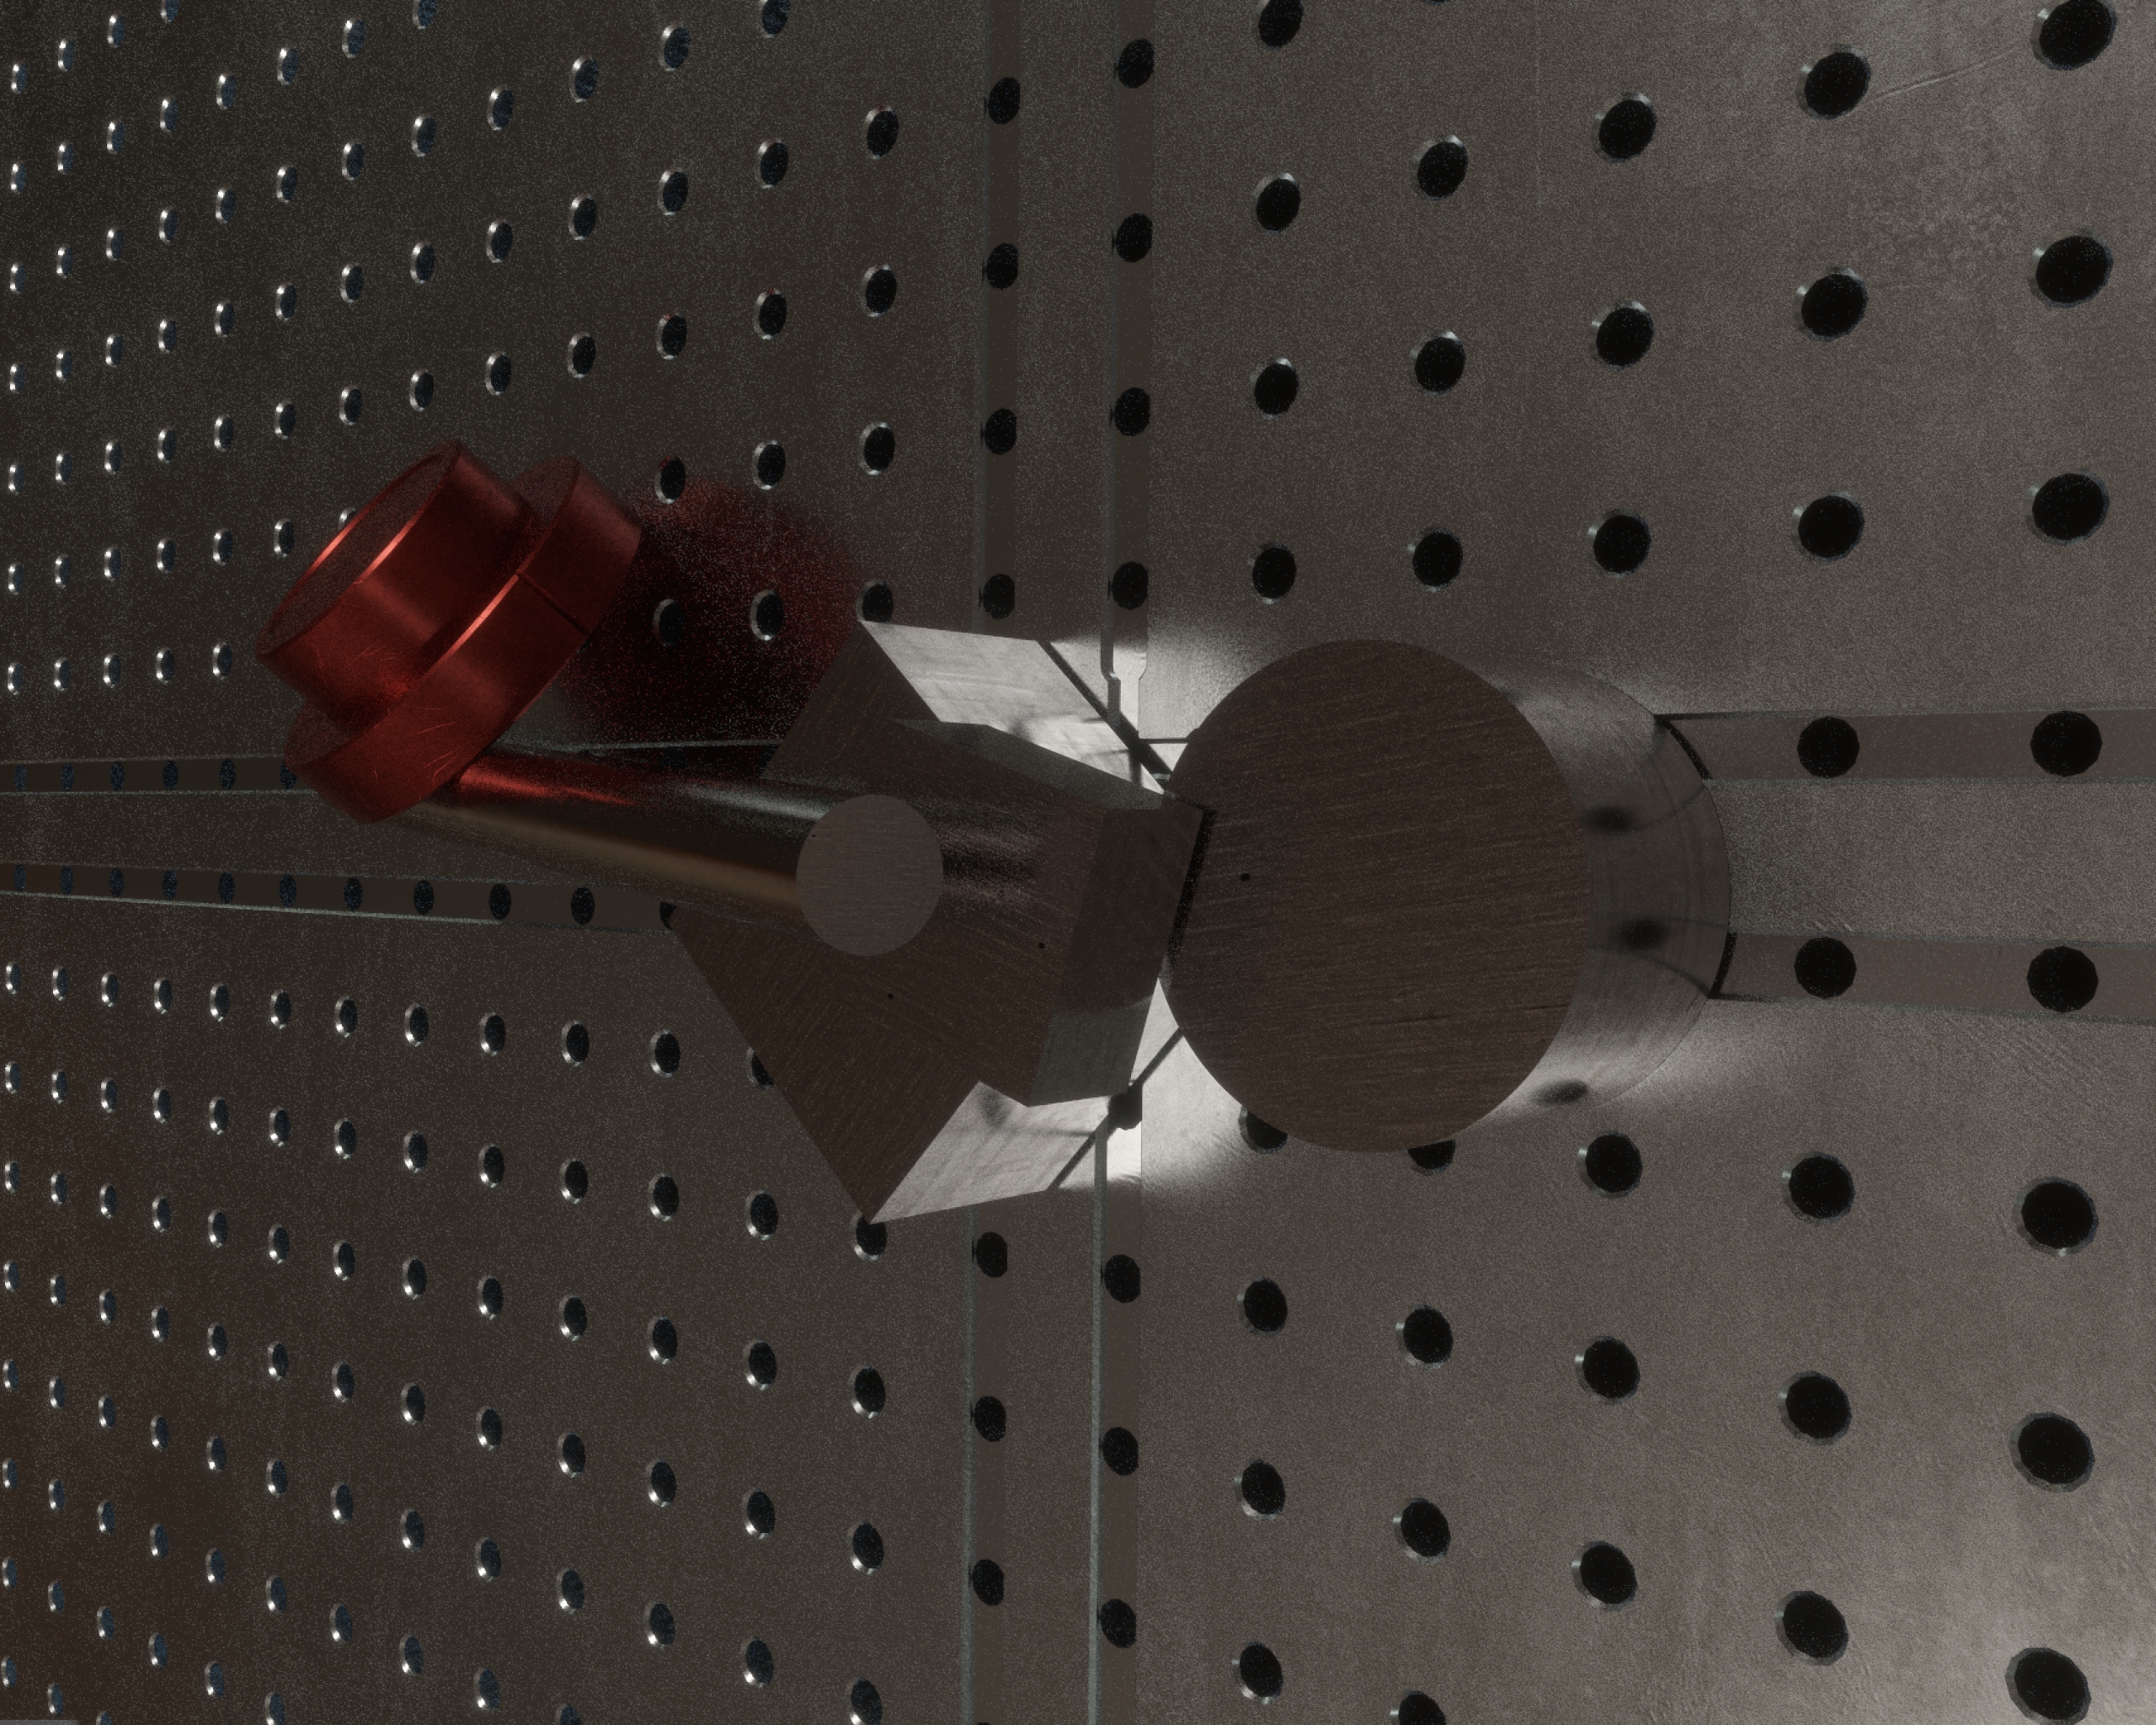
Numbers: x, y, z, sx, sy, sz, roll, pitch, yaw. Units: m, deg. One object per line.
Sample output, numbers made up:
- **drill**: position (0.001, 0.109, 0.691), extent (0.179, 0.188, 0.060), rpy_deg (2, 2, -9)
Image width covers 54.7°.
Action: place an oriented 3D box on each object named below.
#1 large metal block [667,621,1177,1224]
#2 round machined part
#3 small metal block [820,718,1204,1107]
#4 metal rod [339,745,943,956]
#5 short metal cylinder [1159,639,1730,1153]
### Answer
- **large metal block**: position (-0.024, 0.011, 0.408), extent (0.080, 0.050, 0.080), rpy_deg (51, 120, 27)
- **round machined part**: position (-0.152, -0.060, 0.485), extent (0.098, 0.042, 0.098), rpy_deg (-33, 31, 23)
- **small metal block**: position (-0.012, 0.007, 0.349), extent (0.050, 0.025, 0.050), rpy_deg (24, 105, 37)
- **metal rod**: position (-0.114, -0.012, 0.444), extent (0.300, 0.025, 0.025), rpy_deg (10, 96, 56)
- **short metal cylinder**: position (0.058, 0.005, 0.343), extent (0.080, 0.050, 0.079), rpy_deg (0, 90, 39)
